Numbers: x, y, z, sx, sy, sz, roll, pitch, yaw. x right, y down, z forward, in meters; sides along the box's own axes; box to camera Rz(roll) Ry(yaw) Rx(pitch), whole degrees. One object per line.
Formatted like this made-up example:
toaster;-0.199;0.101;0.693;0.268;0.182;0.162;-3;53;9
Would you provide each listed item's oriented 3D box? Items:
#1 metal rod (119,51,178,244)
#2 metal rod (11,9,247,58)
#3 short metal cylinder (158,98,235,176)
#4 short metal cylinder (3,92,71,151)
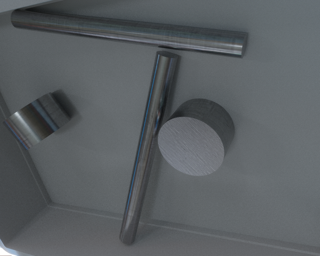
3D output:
metal rod;-0.022;0.045;0.421;0.025;0.025;0.298;21;119;15
metal rod;-0.053;-0.114;0.363;0.301;0.025;0.025;13;124;20
short metal cylinder;0.044;0.011;0.375;0.080;0.050;0.079;13;124;20
short metal cylinder;-0.181;-0.010;0.459;0.080;0.080;0.050;-25;105;36
